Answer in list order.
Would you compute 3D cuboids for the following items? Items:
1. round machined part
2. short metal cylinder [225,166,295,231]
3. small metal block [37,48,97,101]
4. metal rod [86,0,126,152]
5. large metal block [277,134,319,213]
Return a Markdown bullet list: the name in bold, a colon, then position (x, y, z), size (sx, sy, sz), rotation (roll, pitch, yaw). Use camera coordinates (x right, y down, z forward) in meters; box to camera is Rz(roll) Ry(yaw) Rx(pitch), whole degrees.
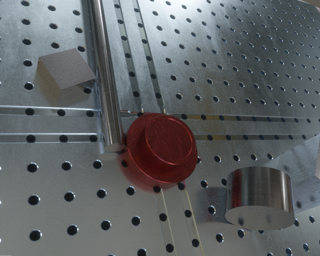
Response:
- **round machined part**: position (0.005, 0.022, 0.388), size (0.099, 0.042, 0.098), rotation (14, 56, -21)
- **short metal cylinder**: position (0.123, 0.090, 0.387), size (0.080, 0.080, 0.050), rotation (22, 53, -15)
- **small metal block**: position (-0.117, -0.068, 0.388), size (0.050, 0.025, 0.050), rotation (-28, 77, -38)
- **metal rod**: position (-0.082, -0.108, 0.431), size (0.025, 0.025, 0.299), rotation (2, 61, -28)
- **large metal block**: position (0.217, 0.067, 0.452), size (0.050, 0.080, 0.080), rotation (36, 51, -5)
